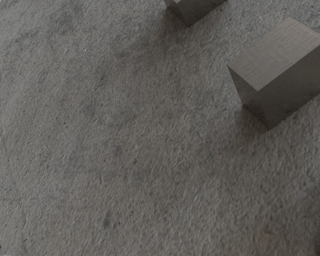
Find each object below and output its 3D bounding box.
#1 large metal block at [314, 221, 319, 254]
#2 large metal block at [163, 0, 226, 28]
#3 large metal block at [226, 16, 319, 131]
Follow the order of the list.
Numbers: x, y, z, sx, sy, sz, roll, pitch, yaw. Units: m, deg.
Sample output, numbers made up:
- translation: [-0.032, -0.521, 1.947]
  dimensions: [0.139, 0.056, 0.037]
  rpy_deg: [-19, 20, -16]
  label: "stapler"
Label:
- translation: [0.178, 0.074, 0.249]
  dimensions: [0.080, 0.050, 0.080]
  rpy_deg: [13, 68, 33]
  label: "large metal block"
- translation: [0.051, -0.221, 0.495]
  dimensions: [0.080, 0.050, 0.080]
  rpy_deg: [-35, 51, 4]
  label: "large metal block"
- translation: [0.129, -0.056, 0.335]
  dimensions: [0.080, 0.080, 0.050]
  rpy_deg: [-37, 51, 3]
  label: "large metal block"
